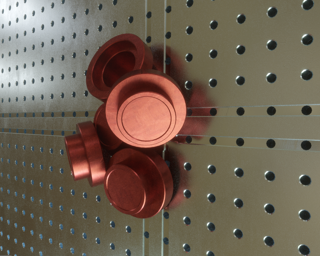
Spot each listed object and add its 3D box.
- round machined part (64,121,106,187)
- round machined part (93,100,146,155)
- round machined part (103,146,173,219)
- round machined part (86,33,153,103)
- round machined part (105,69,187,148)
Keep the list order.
[{"bbox_3d":[-0.113,0.041,0.458,0.098,0.042,0.097,167,90,-70],"label":"round machined part"},{"bbox_3d":[-0.058,-0.003,0.442,0.098,0.042,0.097,0,90,39],"label":"round machined part"},{"bbox_3d":[-0.035,0.074,0.409,0.098,0.042,0.097,9,106,32],"label":"round machined part"},{"bbox_3d":[-0.050,-0.076,0.423,0.098,0.042,0.098,-14,62,28],"label":"round machined part"},{"bbox_3d":[-0.017,-0.018,0.372,0.042,0.099,0.097,-99,34,-65],"label":"round machined part"}]
